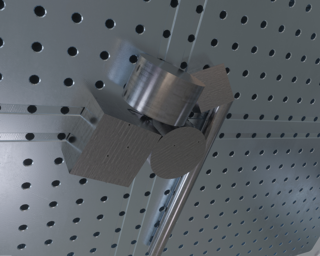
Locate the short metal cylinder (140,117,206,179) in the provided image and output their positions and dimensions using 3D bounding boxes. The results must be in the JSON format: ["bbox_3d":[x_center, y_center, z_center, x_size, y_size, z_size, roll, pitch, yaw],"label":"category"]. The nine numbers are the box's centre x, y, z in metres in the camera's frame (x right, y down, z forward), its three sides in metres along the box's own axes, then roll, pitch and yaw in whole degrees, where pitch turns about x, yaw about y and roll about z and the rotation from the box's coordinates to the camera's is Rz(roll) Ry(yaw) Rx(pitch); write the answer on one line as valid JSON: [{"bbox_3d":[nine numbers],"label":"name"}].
[{"bbox_3d":[0.014,0.021,0.416,0.081,0.050,0.079,-14,124,-21],"label":"short metal cylinder"}]

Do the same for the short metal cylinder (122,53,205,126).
[{"bbox_3d":[0.004,-0.044,0.351,0.081,0.080,0.050,15,111,-35],"label":"short metal cylinder"}]

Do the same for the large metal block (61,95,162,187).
[{"bbox_3d":[-0.059,0.018,0.374,0.080,0.050,0.080,22,106,-37],"label":"large metal block"}]

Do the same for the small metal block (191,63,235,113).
[{"bbox_3d":[0.062,-0.051,0.401,0.050,0.025,0.050,-21,99,-16],"label":"small metal block"}]

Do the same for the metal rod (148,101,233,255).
[{"bbox_3d":[0.041,0.087,0.487,0.025,0.025,0.298,8,115,-32],"label":"metal rod"}]
